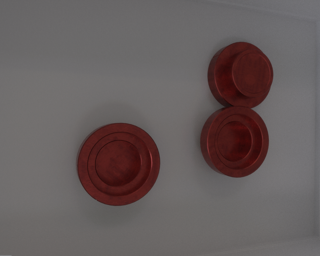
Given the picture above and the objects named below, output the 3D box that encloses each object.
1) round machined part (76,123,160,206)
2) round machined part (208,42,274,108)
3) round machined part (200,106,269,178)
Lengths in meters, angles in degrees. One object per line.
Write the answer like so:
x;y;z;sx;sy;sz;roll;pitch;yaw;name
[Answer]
-0.053;0.043;0.382;0.099;0.042;0.097;0;90;-20;round machined part
0.122;-0.076;0.446;0.099;0.042;0.097;0;90;-20;round machined part
0.101;0.018;0.438;0.099;0.042;0.097;0;90;-20;round machined part
